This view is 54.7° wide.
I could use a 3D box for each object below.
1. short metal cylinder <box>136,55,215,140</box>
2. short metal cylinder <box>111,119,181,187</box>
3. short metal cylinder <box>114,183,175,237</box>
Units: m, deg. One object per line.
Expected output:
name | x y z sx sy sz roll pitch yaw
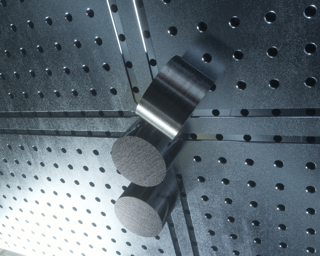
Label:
short metal cylinder | 0.017 -0.033 0.345 0.050 0.080 0.079 36 129 4
short metal cylinder | -0.018 0.033 0.424 0.080 0.050 0.079 13 124 20
short metal cylinder | -0.023 0.122 0.481 0.080 0.050 0.079 13 124 20
